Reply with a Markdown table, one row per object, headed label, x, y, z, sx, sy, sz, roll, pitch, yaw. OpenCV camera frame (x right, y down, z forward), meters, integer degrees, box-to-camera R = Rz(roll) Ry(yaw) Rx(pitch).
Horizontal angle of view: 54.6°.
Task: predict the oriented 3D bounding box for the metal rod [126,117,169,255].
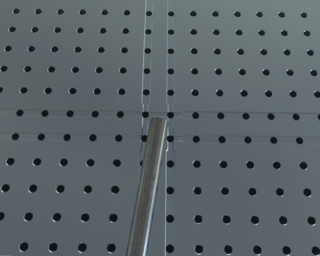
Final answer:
| label | x | y | z | sx | sy | sz | roll | pitch | yaw |
| --- | --- | --- | --- | --- | --- | --- | --- | --- | --- |
| metal rod | -0.024 | 0.129 | 0.364 | 0.025 | 0.025 | 0.299 | 8 | 70 | 3 |
